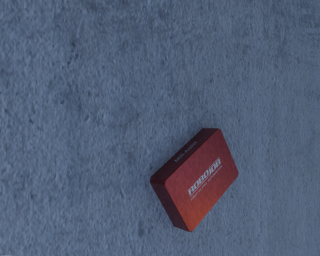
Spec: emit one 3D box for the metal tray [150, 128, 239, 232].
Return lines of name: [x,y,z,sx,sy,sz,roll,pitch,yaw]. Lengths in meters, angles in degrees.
metal tray: [0.055,0.070,0.446,0.131,0.030,0.090,-40,114,-33]
